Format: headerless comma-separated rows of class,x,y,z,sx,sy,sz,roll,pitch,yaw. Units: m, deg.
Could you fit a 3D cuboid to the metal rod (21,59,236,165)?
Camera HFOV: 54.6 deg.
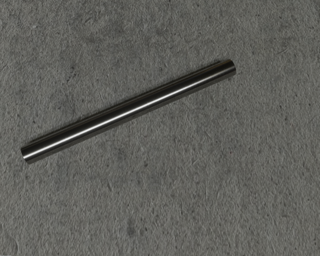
metal rod,-0.035,-0.026,0.417,0.301,0.025,0.025,-24,72,-9
